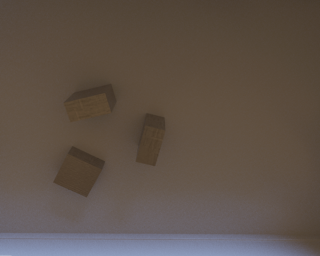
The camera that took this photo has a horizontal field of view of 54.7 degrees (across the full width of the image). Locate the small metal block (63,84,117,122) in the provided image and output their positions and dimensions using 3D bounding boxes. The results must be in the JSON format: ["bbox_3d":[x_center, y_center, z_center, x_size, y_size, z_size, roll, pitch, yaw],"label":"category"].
[{"bbox_3d":[-0.085,-0.032,0.385,0.050,0.050,0.025,-13,110,4],"label":"small metal block"}]

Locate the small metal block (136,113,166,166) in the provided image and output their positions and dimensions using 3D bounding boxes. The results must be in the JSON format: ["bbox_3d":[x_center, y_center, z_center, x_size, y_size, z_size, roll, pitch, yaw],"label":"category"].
[{"bbox_3d":[-0.012,0.014,0.403,0.025,0.050,0.050,14,110,-5],"label":"small metal block"}]

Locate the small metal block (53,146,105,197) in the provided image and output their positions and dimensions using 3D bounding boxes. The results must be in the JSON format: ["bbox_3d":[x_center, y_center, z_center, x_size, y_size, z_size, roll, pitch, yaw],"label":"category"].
[{"bbox_3d":[-0.112,0.061,0.432,0.050,0.025,0.050,27,108,-10],"label":"small metal block"}]
